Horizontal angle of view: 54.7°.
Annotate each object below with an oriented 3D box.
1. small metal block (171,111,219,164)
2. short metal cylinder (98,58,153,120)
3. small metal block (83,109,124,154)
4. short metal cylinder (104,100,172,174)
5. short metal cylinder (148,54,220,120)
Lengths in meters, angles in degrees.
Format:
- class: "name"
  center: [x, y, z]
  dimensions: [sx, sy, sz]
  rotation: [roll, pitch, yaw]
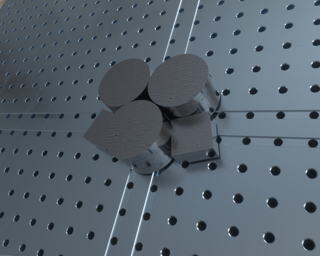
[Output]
- class: "small metal block"
  center: [0.042, 0.012, 0.375]
  dimensions: [0.050, 0.025, 0.050]
  rotation: [-13, 56, 21]
- class: "short metal cylinder"
  center: [-0.039, -0.051, 0.439]
  dimensions: [0.080, 0.050, 0.080]
  rotation: [-13, 56, 21]
- class: "small metal block"
  center: [-0.072, 0.006, 0.438]
  dimensions: [0.050, 0.025, 0.050]
  rotation: [23, 74, 36]
- class: "short metal cylinder"
  center: [-0.023, 0.012, 0.393]
  dimensions: [0.080, 0.050, 0.080]
  rotation: [-13, 56, 21]
- class: "short metal cylinder"
  center: [0.031, -0.048, 0.401]
  dimensions: [0.080, 0.050, 0.080]
  rotation: [-13, 56, 21]
